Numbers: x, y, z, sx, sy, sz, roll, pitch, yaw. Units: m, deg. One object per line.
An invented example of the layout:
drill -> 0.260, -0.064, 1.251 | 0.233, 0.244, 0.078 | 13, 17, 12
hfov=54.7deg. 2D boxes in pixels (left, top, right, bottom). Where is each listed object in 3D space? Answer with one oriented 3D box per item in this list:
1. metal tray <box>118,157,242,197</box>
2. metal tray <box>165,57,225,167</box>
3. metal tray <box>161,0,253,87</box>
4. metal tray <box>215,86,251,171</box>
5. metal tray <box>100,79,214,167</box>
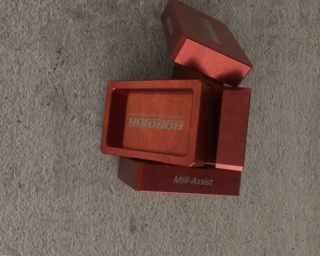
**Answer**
metal tray -> 0.022, 0.058, 0.384 | 0.131, 0.090, 0.030 | 7, 88, -20
metal tray -> 0.040, -0.021, 0.391 | 0.030, 0.090, 0.129 | 8, 88, -20
metal tray -> 0.052, -0.109, 0.381 | 0.091, 0.130, 0.030 | 19, 125, -20
metal tray -> 0.092, 0.003, 0.393 | 0.030, 0.130, 0.089 | 6, 88, 13
metal tray -> -0.007, -0.008, 0.357 | 0.030, 0.130, 0.089 | 9, 86, -57
